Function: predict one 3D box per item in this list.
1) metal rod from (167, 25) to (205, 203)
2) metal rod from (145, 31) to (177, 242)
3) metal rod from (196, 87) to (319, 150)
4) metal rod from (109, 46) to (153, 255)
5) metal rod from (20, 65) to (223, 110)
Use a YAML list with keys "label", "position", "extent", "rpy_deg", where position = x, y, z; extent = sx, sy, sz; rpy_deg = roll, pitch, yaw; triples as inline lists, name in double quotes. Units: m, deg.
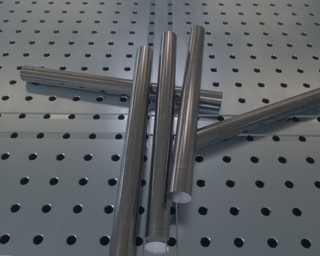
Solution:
- label: "metal rod"
  position: [0.040, -0.043, 0.410]
  extent: [0.025, 0.025, 0.300]
  rpy_deg: [6, 50, 5]
- label: "metal rod"
  position: [0.005, -0.013, 0.395]
  extent: [0.025, 0.025, 0.300]
  rpy_deg: [3, 57, 2]
- label: "metal rod"
  position: [0.167, -0.025, 0.429]
  extent: [0.302, 0.025, 0.025]
  rpy_deg: [-18, 52, -15]
- label: "metal rod"
  position: [-0.030, 0.012, 0.377]
  extent: [0.025, 0.025, 0.300]
  rpy_deg: [2, 56, 2]
- label: "metal rod"
  position: [-0.061, -0.061, 0.459]
  extent: [0.301, 0.025, 0.025]
  rpy_deg: [9, 51, 7]
